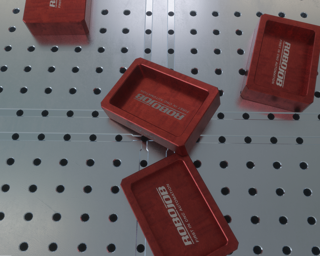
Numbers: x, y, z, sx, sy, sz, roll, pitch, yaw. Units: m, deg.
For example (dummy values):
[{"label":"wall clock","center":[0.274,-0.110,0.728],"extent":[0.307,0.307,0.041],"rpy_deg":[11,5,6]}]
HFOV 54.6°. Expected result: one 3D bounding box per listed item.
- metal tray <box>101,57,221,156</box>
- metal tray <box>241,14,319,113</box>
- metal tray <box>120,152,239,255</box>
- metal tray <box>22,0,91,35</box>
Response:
[{"label":"metal tray","center":[0.000,-0.032,0.402],"extent":[0.130,0.030,0.090],"rpy_deg":[27,71,25]},{"label":"metal tray","center":[0.175,-0.095,0.444],"extent":[0.090,0.030,0.130],"rpy_deg":[15,71,5]},{"label":"metal tray","center":[0.021,0.103,0.371],"extent":[0.090,0.030,0.130],"rpy_deg":[-26,72,-9]},{"label":"metal tray","center":[-0.156,-0.209,0.485],"extent":[0.090,0.030,0.130],"rpy_deg":[-1,70,-1]}]
